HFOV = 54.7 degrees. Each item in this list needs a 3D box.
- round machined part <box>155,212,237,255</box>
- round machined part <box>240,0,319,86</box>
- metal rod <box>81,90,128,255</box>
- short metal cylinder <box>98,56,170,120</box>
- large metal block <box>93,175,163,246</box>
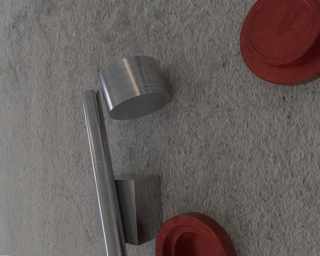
[{"bbox_3d":[0.045,0.146,0.357,0.098,0.042,0.097,0,90,40],"label":"round machined part"},{"bbox_3d":[0.121,-0.091,0.294,0.098,0.042,0.097,0,90,40],"label":"round machined part"},{"bbox_3d":[-0.065,0.097,0.393,0.025,0.025,0.299,-19,78,38],"label":"metal rod"},{"bbox_3d":[-0.033,-0.049,0.396,0.080,0.081,0.050,-29,72,36],"label":"short metal cylinder"},{"bbox_3d":[-0.044,0.108,0.425,0.080,0.050,0.080,-6,86,40],"label":"large metal block"}]
